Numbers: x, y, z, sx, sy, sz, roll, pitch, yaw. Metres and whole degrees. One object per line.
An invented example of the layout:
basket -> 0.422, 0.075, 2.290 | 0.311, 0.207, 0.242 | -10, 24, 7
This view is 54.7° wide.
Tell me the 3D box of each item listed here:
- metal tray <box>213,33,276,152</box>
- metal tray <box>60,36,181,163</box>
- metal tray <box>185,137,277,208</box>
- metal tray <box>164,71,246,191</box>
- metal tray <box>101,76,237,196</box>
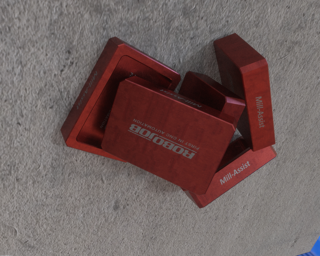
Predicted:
metal tray -> 0.109, -0.044, 0.397 | 0.030, 0.090, 0.129 | -21, 128, 1
metal tray -> -0.046, -0.028, 0.364 | 0.091, 0.030, 0.129 | 22, 107, -37
metal tray -> 0.094, 0.059, 0.456 | 0.130, 0.090, 0.030 | -33, 94, -7
metal tray -> 0.045, 0.004, 0.395 | 0.030, 0.090, 0.129 | 7, 116, -32
metal tray -> 0.007, 0.007, 0.345 | 0.130, 0.030, 0.089 | 24, 112, 9
